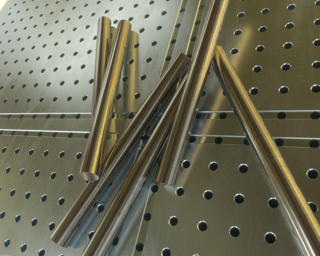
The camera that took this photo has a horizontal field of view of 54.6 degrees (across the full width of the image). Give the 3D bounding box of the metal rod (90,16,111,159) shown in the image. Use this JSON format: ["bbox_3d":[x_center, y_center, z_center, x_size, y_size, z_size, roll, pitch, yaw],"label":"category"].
[{"bbox_3d":[-0.096,-0.076,0.506,0.025,0.025,0.300,-17,55,18],"label":"metal rod"}]

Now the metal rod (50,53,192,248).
[{"bbox_3d":[-0.046,0.021,0.420,0.025,0.025,0.300,24,75,36],"label":"metal rod"}]

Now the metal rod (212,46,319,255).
[{"bbox_3d":[0.110,0.012,0.343,0.025,0.025,0.300,-25,53,13],"label":"metal rod"}]

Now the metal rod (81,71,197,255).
[{"bbox_3d":[-0.024,0.055,0.388,0.025,0.025,0.300,19,71,35],"label":"metal rod"}]

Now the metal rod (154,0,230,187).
[{"bbox_3d":[0.050,-0.072,0.401,0.025,0.025,0.299,9,74,32],"label":"metal rod"}]

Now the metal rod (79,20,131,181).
[{"bbox_3d":[-0.076,-0.062,0.470,0.025,0.025,0.300,-11,52,22],"label":"metal rod"}]
